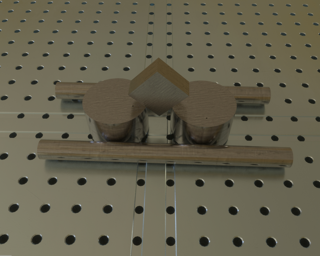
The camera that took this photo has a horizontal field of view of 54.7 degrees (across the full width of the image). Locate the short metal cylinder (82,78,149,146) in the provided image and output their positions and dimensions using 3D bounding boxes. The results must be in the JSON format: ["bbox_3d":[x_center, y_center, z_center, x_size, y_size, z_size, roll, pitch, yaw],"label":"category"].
[{"bbox_3d":[-0.055,-0.019,0.403,0.081,0.050,0.080,0,50,0],"label":"short metal cylinder"}]

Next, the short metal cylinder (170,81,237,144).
[{"bbox_3d":[0.054,-0.016,0.401,0.081,0.050,0.080,0,50,0],"label":"short metal cylinder"}]

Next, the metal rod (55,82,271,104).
[{"bbox_3d":[0.004,-0.050,0.445,0.302,0.025,0.025,2,50,1],"label":"metal rod"}]

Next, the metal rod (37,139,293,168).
[{"bbox_3d":[0.005,0.031,0.377,0.302,0.025,0.025,2,50,1],"label":"metal rod"}]

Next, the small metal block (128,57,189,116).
[{"bbox_3d":[-0.001,-0.047,0.366,0.050,0.050,0.025,33,42,-30],"label":"small metal block"}]
